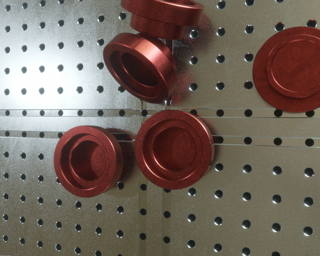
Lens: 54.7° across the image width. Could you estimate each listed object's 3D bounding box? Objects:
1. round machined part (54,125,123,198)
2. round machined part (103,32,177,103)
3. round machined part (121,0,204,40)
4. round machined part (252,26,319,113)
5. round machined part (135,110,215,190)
[{"bbox_3d":[-0.096,0.045,0.436,0.098,0.042,0.097,0,90,19],"label":"round machined part"},{"bbox_3d":[-0.019,-0.080,0.389,0.098,0.098,0.042,29,65,17],"label":"round machined part"},{"bbox_3d":[0.001,-0.138,0.377,0.098,0.099,0.042,25,121,18],"label":"round machined part"},{"bbox_3d":[0.155,-0.066,0.349,0.098,0.042,0.097,0,90,19],"label":"round machined part"},{"bbox_3d":[0.021,0.026,0.396,0.098,0.042,0.097,0,90,19],"label":"round machined part"}]
